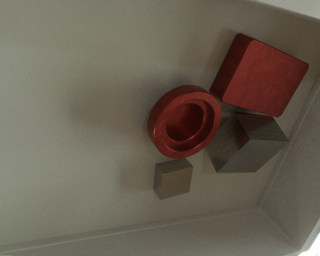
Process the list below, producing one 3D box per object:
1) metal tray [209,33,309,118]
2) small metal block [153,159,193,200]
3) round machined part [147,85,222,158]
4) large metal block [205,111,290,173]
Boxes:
[{"bbox_3d":[0.144,-0.070,0.443,0.131,0.030,0.089,10,113,-33],"label":"metal tray"},{"bbox_3d":[0.019,0.076,0.468,0.050,0.025,0.050,-10,123,-24],"label":"small metal block"},{"bbox_3d":[0.028,-0.012,0.408,0.099,0.042,0.097,-14,125,-21],"label":"round machined part"},{"bbox_3d":[0.128,0.024,0.463,0.081,0.050,0.079,4,137,-31],"label":"large metal block"}]
